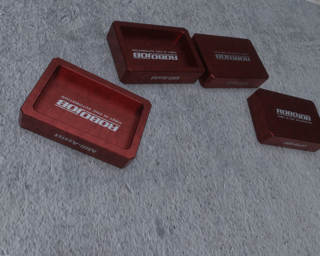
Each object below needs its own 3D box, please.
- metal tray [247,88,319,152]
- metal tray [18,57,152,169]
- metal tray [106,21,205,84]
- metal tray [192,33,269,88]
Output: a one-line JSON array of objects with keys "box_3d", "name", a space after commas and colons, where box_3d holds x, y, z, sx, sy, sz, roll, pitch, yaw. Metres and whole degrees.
[{"box_3d": [0.217, -0.012, 0.524, 0.131, 0.030, 0.090, 9, 58, -24], "name": "metal tray"}, {"box_3d": [-0.083, -0.018, 0.366, 0.131, 0.030, 0.090, 25, 53, -13], "name": "metal tray"}, {"box_3d": [-0.005, -0.112, 0.465, 0.131, 0.030, 0.090, -5, 64, -31], "name": "metal tray"}, {"box_3d": [0.116, -0.114, 0.532, 0.131, 0.030, 0.090, -4, 64, -30], "name": "metal tray"}]
